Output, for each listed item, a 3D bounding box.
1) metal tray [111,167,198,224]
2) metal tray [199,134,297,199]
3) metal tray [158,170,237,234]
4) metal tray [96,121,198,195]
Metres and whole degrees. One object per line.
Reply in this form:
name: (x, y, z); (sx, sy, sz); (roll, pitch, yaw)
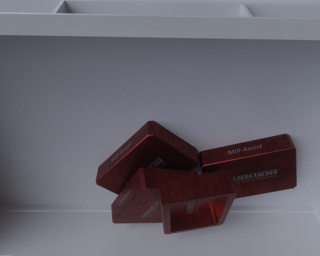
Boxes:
metal tray: (-0.010, 0.104, 0.458); (0.091, 0.030, 0.129); (7, 142, -25)
metal tray: (0.131, 0.063, 0.461); (0.131, 0.030, 0.090); (-13, 129, 10)
metal tray: (0.047, 0.105, 0.420); (0.091, 0.030, 0.129); (-9, 146, -4)
metal tray: (-0.021, 0.056, 0.454); (0.090, 0.030, 0.130); (33, 122, -25)
